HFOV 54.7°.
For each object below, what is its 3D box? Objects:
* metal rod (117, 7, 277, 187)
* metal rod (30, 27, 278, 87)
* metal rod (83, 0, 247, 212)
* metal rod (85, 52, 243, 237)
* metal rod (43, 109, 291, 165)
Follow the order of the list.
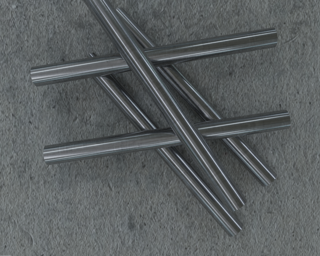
[{"bbox_3d":[0.044,-0.040,0.411,0.025,0.025,0.300,-43,91,0],"label":"metal rod"},{"bbox_3d":[-0.006,-0.089,0.386,0.302,0.025,0.025,-10,90,-1],"label":"metal rod"},{"bbox_3d":[0.006,-0.032,0.361,0.025,0.025,0.299,-35,91,0],"label":"metal rod"},{"bbox_3d":[0.003,0.022,0.410,0.025,0.025,0.300,-41,91,0],"label":"metal rod"},{"bbox_3d":[0.009,0.011,0.387,0.302,0.025,0.025,-9,90,-1],"label":"metal rod"}]
